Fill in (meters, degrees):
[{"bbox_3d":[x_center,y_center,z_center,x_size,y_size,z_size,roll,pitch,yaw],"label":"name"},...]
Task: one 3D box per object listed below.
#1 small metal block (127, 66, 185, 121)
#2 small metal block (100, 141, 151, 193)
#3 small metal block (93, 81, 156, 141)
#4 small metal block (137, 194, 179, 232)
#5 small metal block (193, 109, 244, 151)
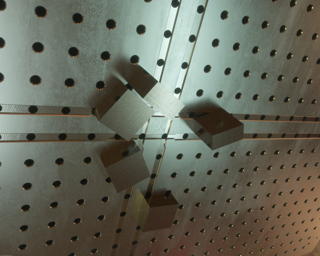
[{"bbox_3d":[-0.005,-0.041,0.367,0.025,0.050,0.050,-48,129,6],"label":"small metal block"},{"bbox_3d":[-0.046,0.053,0.418,0.050,0.025,0.050,-26,128,-12],"label":"small metal block"},{"bbox_3d":[-0.043,-0.020,0.375,0.050,0.025,0.050,-47,129,5],"label":"small metal block"},{"bbox_3d":[-0.004,0.134,0.491,0.050,0.025,0.050,1,118,-29],"label":"small metal block"},{"bbox_3d":[0.082,0.001,0.440,0.050,0.050,0.025,-18,126,-18],"label":"small metal block"}]
